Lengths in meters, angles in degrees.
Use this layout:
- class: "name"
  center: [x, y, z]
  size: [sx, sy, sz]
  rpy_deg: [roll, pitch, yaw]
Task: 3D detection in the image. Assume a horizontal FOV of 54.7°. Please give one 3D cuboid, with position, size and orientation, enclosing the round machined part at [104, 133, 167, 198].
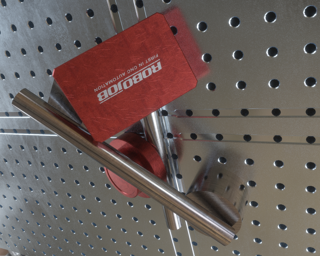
- class: "round machined part"
  center: [-0.041, 0.059, 0.436]
  size: [0.098, 0.042, 0.097]
  rpy_deg: [27, 134, 32]

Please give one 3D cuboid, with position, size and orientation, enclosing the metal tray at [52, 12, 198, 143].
- class: "metal tray"
  center: [-0.036, -0.055, 0.341]
  size: [0.131, 0.030, 0.090]
  rpy_deg: [-31, 105, -6]

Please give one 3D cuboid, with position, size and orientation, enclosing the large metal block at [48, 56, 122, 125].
- class: "large metal block"
  center: [-0.097, -0.039, 0.402]
  size: [0.050, 0.080, 0.079]
  rpy_deg: [36, 129, 4]

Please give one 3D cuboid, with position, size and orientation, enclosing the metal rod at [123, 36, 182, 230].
- class: "metal rod"
  center: [-0.005, 0.022, 0.426]
  size: [0.025, 0.025, 0.298]
  rpy_deg: [2, 120, 27]

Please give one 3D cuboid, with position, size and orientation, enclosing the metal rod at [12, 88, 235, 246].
- class: "metal rod"
  center: [-0.038, 0.050, 0.369]
  size: [0.301, 0.025, 0.025]
  rpy_deg: [35, 129, -6]

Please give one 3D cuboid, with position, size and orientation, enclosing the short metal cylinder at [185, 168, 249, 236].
- class: "short metal cylinder"
  center: [0.075, 0.101, 0.418]
  size: [0.080, 0.050, 0.079]
  rpy_deg: [13, 124, 20]
